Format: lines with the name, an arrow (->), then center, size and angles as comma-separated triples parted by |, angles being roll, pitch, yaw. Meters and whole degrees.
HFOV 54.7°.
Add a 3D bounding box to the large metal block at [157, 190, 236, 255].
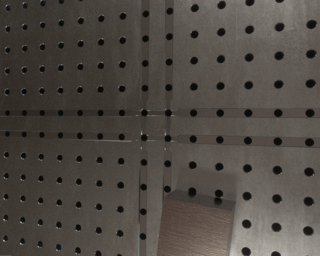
large metal block -> 0.046, 0.127, 0.383 | 0.080, 0.050, 0.079 | 8, 93, 19
